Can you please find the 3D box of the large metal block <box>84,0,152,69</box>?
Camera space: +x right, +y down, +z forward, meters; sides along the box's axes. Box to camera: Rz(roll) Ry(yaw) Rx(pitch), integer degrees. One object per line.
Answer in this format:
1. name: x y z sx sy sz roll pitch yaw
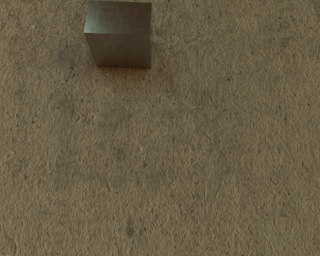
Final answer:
1. large metal block: -0.052 -0.125 0.424 0.080 0.080 0.050 3 70 1
